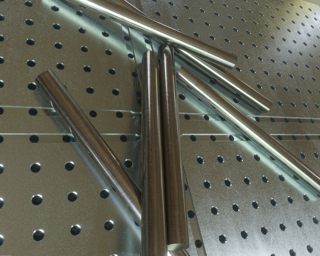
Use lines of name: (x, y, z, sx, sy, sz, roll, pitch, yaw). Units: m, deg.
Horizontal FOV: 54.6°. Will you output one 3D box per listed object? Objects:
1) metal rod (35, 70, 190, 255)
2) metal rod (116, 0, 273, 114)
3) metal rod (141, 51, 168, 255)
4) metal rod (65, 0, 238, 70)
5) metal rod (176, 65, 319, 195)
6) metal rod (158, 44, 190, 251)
metal rod: (-0.046, 0.056, 0.348, 0.025, 0.025, 0.300, -31, 79, -38)
metal rod: (0.058, -0.116, 0.508, 0.301, 0.025, 0.025, 33, 52, -7)
metal rod: (-0.010, 0.013, 0.373, 0.025, 0.025, 0.300, 14, 49, -20)
metal rod: (-0.023, -0.156, 0.470, 0.301, 0.025, 0.025, 21, 54, -8)
metal rod: (0.145, 0.006, 0.481, 0.300, 0.025, 0.025, 38, 51, -2)
metal rod: (0.013, -0.002, 0.398, 0.025, 0.025, 0.300, 14, 51, -20)
